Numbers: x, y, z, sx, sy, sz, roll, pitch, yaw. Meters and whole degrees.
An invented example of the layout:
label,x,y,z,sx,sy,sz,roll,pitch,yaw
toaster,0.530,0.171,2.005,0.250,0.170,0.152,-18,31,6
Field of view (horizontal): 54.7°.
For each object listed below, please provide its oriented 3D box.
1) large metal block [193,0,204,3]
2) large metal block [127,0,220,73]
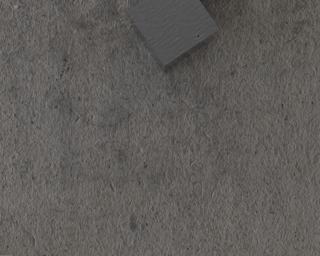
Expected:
label,x,y,z,sx,sy,sz,roll,pitch,yaw
large metal block,0.072,-0.220,0.398,0.080,0.050,0.080,-18,90,0
large metal block,0.016,-0.130,0.397,0.080,0.050,0.080,-34,90,0
